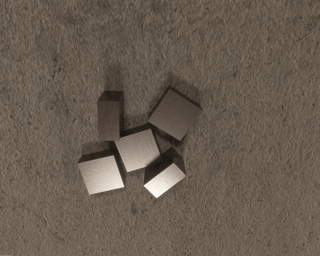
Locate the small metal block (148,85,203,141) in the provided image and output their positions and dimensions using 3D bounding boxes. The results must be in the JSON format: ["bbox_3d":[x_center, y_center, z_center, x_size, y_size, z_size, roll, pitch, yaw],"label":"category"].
[{"bbox_3d":[0.019,-0.020,0.403,0.050,0.025,0.050,31,107,-11],"label":"small metal block"}]

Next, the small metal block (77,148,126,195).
[{"bbox_3d":[-0.080,0.060,0.431,0.050,0.025,0.050,-13,110,4],"label":"small metal block"}]

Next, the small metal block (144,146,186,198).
[{"bbox_3d":[0.006,0.059,0.418,0.050,0.050,0.025,-39,106,13],"label":"small metal block"}]

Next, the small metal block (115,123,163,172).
[{"bbox_3d":[-0.028,0.026,0.419,0.050,0.025,0.050,-17,109,6],"label":"small metal block"}]

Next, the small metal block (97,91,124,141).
[{"bbox_3d":[-0.061,-0.017,0.390,0.025,0.050,0.050,2,110,-1],"label":"small metal block"}]
